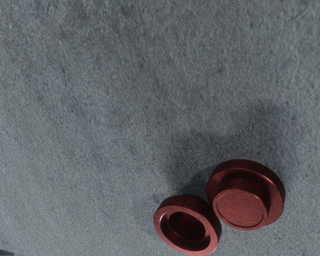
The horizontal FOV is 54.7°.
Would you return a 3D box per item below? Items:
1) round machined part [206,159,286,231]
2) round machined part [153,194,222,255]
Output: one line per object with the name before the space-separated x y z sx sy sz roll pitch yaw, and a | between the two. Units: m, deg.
round machined part | 0.106 0.092 0.396 0.098 0.042 0.097 13 124 20
round machined part | 0.043 0.137 0.457 0.098 0.042 0.097 13 124 20
